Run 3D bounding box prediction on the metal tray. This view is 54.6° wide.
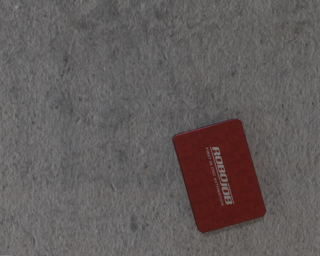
[{"bbox_3d":[0.076,0.061,0.408,0.090,0.030,0.129,-16,90,0],"label":"metal tray"}]
